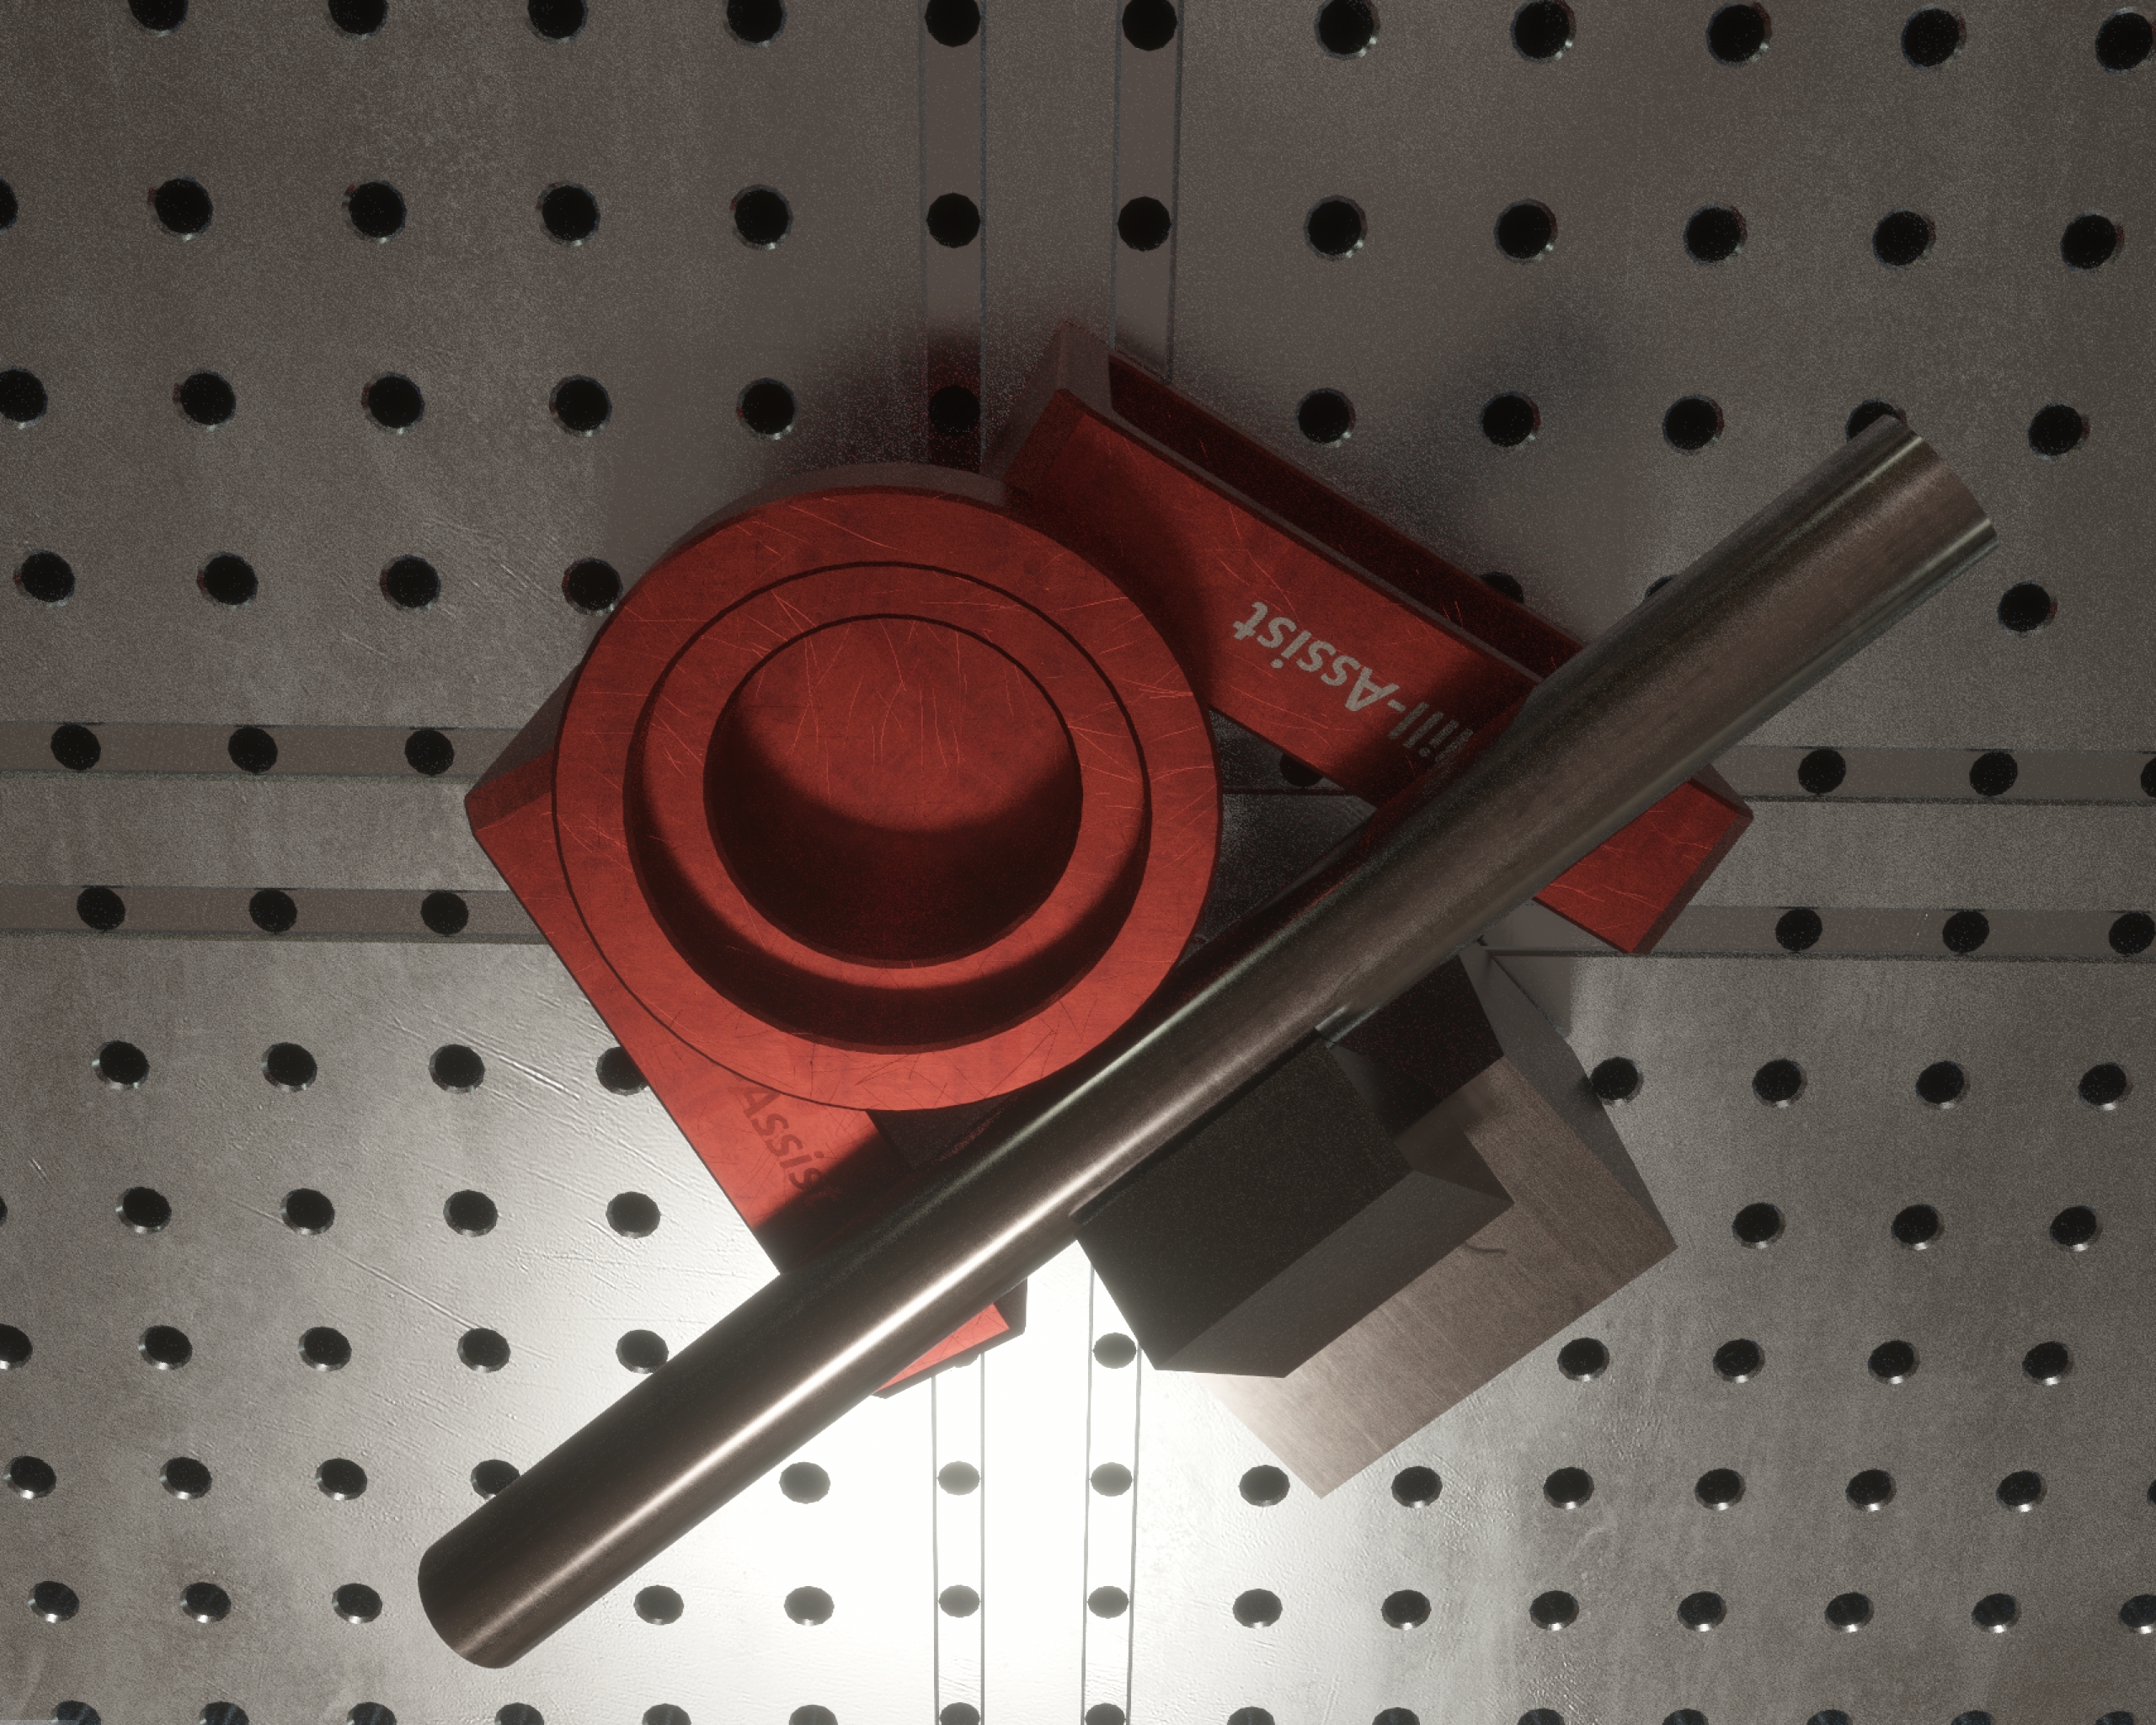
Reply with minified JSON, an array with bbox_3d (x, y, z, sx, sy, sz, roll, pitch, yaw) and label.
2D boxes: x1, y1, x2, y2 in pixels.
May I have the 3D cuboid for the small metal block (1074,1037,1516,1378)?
[{"bbox_3d":[0.036,0.057,0.334,0.050,0.050,0.025,-41,61,13],"label":"small metal block"}]

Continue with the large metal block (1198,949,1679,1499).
[{"bbox_3d":[0.058,0.061,0.404,0.080,0.080,0.050,-39,106,13],"label":"large metal block"}]

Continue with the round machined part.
[{"bbox_3d":[-0.028,-0.014,0.325,0.099,0.042,0.097,0,110,-1],"label":"round machined part"}]

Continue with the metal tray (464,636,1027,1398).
[{"bbox_3d":[-0.054,0.022,0.386,0.030,0.090,0.130,-28,108,9],"label":"metal tray"}]

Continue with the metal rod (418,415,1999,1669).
[{"bbox_3d":[0.009,0.037,0.331,0.300,0.025,0.025,-39,106,12],"label":"metal rod"}]

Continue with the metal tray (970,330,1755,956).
[{"bbox_3d":[0.045,-0.042,0.363,0.131,0.090,0.030,30,108,-11],"label":"metal tray"}]
